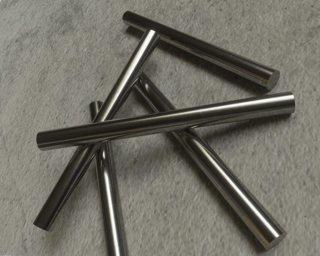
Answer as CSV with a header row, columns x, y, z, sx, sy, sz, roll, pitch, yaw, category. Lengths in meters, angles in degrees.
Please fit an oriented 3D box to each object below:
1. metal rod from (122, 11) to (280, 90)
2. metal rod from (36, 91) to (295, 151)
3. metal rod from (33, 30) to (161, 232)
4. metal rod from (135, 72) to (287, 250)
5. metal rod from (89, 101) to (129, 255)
x,y,z,sx,sy,sz,roll,pitch,yaw,category
0.039,-0.126,0.459,0.025,0.025,0.300,-49,52,-6,metal rod
-0.001,-0.006,0.366,0.301,0.025,0.025,-9,57,8,metal rod
-0.075,-0.009,0.413,0.025,0.025,0.300,15,69,34,metal rod
0.035,0.012,0.377,0.025,0.025,0.300,-39,51,2,metal rod
-0.063,0.083,0.383,0.025,0.025,0.299,-25,53,12,metal rod
